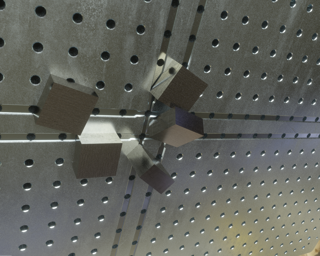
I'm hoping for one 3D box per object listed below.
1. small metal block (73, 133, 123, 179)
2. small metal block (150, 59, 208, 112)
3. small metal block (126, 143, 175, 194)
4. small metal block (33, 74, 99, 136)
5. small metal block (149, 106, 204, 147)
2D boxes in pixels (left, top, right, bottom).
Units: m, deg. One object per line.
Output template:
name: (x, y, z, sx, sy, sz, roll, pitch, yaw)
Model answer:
small metal block: (-0.079, 0.034, 0.389, 0.050, 0.025, 0.050, 0, 118, -29)
small metal block: (0.024, -0.050, 0.393, 0.050, 0.025, 0.050, 28, 103, -38)
small metal block: (-0.013, 0.055, 0.421, 0.025, 0.050, 0.050, -43, 129, 1)
small metal block: (-0.103, -0.024, 0.339, 0.050, 0.025, 0.050, 18, 109, -35)
small metal block: (0.021, 0.000, 0.405, 0.050, 0.025, 0.050, 21, 146, -36)
